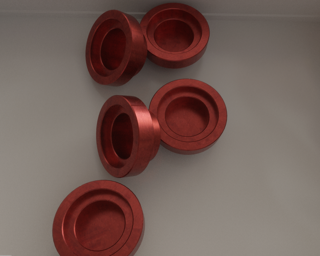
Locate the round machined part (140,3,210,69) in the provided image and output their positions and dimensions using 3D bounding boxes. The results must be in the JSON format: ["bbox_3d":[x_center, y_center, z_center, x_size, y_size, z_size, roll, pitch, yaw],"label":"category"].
[{"bbox_3d":[0.020,-0.128,0.448,0.099,0.042,0.098,0,70,-1],"label":"round machined part"}]

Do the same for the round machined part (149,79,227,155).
[{"bbox_3d":[0.035,-0.012,0.405,0.099,0.042,0.098,0,70,-1],"label":"round machined part"}]

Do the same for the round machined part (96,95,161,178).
[{"bbox_3d":[-0.036,0.010,0.377,0.042,0.098,0.098,-1,65,-39],"label":"round machined part"}]

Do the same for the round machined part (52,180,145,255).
[{"bbox_3d":[-0.066,0.112,0.352,0.099,0.042,0.098,-1,58,2],"label":"round machined part"}]

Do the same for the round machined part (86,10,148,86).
[{"bbox_3d":[-0.055,-0.105,0.420,0.042,0.098,0.098,2,62,-47],"label":"round machined part"}]
